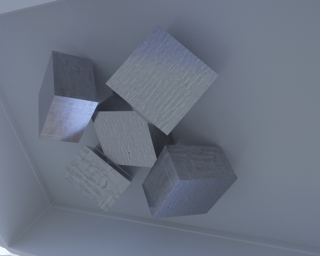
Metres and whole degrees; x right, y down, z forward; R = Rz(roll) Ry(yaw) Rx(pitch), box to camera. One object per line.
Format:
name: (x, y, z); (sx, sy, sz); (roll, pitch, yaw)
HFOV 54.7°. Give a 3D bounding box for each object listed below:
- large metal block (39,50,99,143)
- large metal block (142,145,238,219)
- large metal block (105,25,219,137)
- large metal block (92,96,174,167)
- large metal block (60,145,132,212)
large metal block: (-0.122, -0.039, 0.401); (0.050, 0.080, 0.080); (8, 136, -30)
large metal block: (0.034, 0.067, 0.386); (0.081, 0.050, 0.079); (3, 134, -28)
large metal block: (0.002, -0.047, 0.334); (0.080, 0.050, 0.080); (40, 86, 1)
large metal block: (-0.035, 0.003, 0.409); (0.080, 0.050, 0.080); (1, 119, 28)
large metal block: (-0.088, 0.072, 0.455); (0.080, 0.050, 0.080); (39, 173, 1)
